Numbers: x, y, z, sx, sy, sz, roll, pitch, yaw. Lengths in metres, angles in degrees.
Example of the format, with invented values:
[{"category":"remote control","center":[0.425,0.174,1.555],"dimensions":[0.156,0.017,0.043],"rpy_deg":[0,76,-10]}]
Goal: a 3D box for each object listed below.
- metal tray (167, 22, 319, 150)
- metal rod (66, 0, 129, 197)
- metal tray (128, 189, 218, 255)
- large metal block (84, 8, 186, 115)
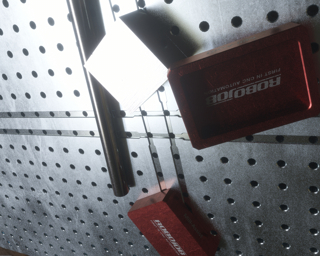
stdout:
[{"category":"metal tray","center":[0.082,-0.039,0.308],"dimensions":[0.130,0.030,0.090],"rpy_deg":[-17,111,10]},{"category":"metal rod","center":[-0.081,-0.025,0.438],"dimensions":[0.025,0.025,0.298],"rpy_deg":[7,122,25]},{"category":"metal tray","center":[0.020,0.166,0.501],"dimensions":[0.090,0.030,0.130],"rpy_deg":[-29,103,37]},{"category":"large metal block","center":[-0.028,-0.076,0.363],"dimensions":[0.080,0.050,0.080],"rpy_deg":[46,129,-4]}]
